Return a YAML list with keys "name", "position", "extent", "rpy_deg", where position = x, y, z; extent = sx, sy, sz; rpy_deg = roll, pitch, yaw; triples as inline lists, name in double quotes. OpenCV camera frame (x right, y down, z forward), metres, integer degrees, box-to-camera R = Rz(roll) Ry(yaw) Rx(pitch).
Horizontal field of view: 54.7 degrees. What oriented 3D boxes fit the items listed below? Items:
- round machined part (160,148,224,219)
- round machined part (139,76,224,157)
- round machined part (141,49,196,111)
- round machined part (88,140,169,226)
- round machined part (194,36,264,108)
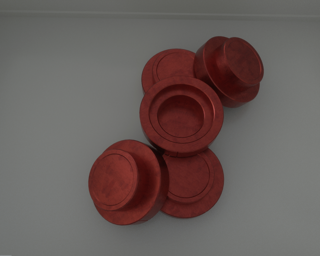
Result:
- name: "round machined part"
  position: [0.029, 0.059, 0.377]
  extent: [0.099, 0.042, 0.098]
  rpy_deg: [0, 70, -1]
- name: "round machined part"
  position: [0.025, -0.011, 0.380]
  extent: [0.099, 0.042, 0.098]
  rpy_deg: [0, 70, -1]
- name: "round machined part"
  position: [0.024, -0.068, 0.424]
  extent: [0.099, 0.042, 0.098]
  rpy_deg: [0, 70, -1]
- name: "round machined part"
  position: [-0.042, 0.061, 0.354]
  extent: [0.098, 0.042, 0.098]
  rpy_deg: [-9, 72, 28]
- name: "round machined part"
  position: [0.097, -0.079, 0.406]
  extent: [0.099, 0.042, 0.098]
  rpy_deg: [13, 64, -28]
